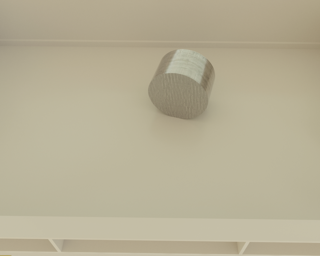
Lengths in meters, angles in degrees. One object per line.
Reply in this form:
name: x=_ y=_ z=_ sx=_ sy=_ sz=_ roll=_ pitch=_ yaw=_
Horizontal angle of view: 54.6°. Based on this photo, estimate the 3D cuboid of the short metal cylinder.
short metal cylinder: x=0.030 y=-0.058 z=0.419 sx=0.080 sy=0.080 sz=0.050 roll=13 pitch=51 yaw=10
